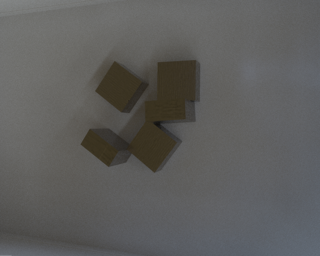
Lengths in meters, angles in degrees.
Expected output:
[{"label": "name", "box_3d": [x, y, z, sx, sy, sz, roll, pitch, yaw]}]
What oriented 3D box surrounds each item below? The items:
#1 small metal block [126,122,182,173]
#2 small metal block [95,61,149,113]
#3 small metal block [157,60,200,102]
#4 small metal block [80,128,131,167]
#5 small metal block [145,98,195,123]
[{"label": "small metal block", "box_3d": [-0.007, 0.023, 0.412, 0.050, 0.025, 0.050, 39, 102, 15]}, {"label": "small metal block", "box_3d": [-0.052, -0.056, 0.428, 0.050, 0.025, 0.050, 39, 102, 15]}, {"label": "small metal block", "box_3d": [0.025, -0.059, 0.401, 0.050, 0.025, 0.050, 1, 90, 19]}, {"label": "small metal block", "box_3d": [-0.070, 0.025, 0.421, 0.050, 0.050, 0.025, 36, 102, 16]}, {"label": "small metal block", "box_3d": [0.014, -0.020, 0.391, 0.050, 0.050, 0.025, -3, 87, 19]}]
